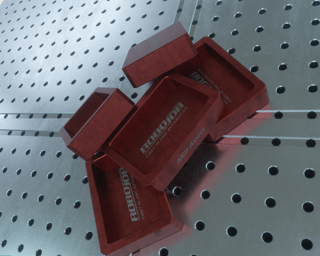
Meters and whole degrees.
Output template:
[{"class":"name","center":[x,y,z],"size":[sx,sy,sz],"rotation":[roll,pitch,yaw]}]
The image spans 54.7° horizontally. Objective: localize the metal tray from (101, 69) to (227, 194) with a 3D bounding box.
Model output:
[{"class":"metal tray","center":[0.003,0.000,0.364],"size":[0.090,0.030,0.130],"rotation":[32,79,37]}]

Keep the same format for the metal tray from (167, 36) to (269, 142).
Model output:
[{"class":"metal tray","center":[0.064,-0.055,0.404],"size":[0.090,0.030,0.130],"rotation":[-37,51,3]}]

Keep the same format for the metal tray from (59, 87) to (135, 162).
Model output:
[{"class":"metal tray","center":[-0.090,-0.012,0.418],"size":[0.090,0.030,0.130],"rotation":[-51,22,-8]}]

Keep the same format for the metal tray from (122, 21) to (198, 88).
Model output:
[{"class":"metal tray","center":[-0.001,-0.106,0.431],"size":[0.090,0.030,0.130],"rotation":[-27,23,11]}]

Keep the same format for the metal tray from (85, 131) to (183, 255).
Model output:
[{"class":"metal tray","center":[-0.037,0.076,0.376],"size":[0.090,0.030,0.130],"rotation":[-29,52,9]}]
